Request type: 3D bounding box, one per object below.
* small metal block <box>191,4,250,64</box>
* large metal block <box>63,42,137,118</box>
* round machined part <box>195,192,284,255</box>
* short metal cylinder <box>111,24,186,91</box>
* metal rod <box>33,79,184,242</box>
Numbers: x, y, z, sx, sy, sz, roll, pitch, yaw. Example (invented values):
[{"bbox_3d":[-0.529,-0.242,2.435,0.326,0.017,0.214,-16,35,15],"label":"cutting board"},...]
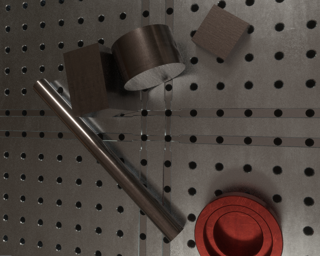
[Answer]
[{"bbox_3d":[0.076,-0.116,0.386,0.050,0.025,0.050,36,101,16],"label":"small metal block"},{"bbox_3d":[-0.076,-0.058,0.409,0.050,0.080,0.080,-11,86,19],"label":"large metal block"},{"bbox_3d":[0.094,0.125,0.370,0.098,0.042,0.097,0,90,19],"label":"round machined part"},{"bbox_3d":[-0.015,-0.086,0.388,0.080,0.080,0.050,-22,83,18],"label":"short metal cylinder"},{"bbox_3d":[-0.081,0.037,0.439,0.300,0.025,0.025,45,104,14],"label":"metal rod"}]
